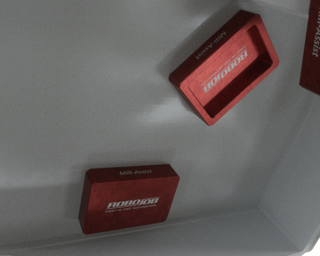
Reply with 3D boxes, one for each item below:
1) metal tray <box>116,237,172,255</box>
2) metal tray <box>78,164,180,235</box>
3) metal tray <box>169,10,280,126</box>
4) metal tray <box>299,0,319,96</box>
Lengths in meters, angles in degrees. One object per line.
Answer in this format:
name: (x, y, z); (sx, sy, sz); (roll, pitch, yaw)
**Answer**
metal tray: (-0.038, 0.257, 0.545); (0.091, 0.030, 0.129); (0, 119, -29)
metal tray: (-0.043, 0.100, 0.443); (0.131, 0.030, 0.089); (0, 118, -29)
metal tray: (0.086, -0.076, 0.405); (0.130, 0.030, 0.090); (-43, 130, 1)
metal tray: (0.183, -0.102, 0.289); (0.091, 0.030, 0.129); (-21, 127, -16)
